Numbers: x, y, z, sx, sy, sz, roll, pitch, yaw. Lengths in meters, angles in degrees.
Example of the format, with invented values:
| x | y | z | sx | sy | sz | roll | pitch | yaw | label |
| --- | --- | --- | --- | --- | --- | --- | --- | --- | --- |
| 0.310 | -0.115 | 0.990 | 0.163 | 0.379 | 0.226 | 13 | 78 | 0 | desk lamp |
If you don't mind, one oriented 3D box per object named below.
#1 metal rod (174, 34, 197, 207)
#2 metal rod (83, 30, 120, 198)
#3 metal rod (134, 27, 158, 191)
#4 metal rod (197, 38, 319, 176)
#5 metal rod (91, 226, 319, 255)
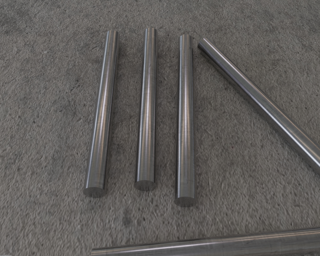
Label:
| x | y | z | sx | sy | sz | roll | pitch | yaw | label |
| --- | --- | --- | --- | --- | --- | --- | --- | --- | --- |
| 0.036 | -0.034 | 0.431 | 0.025 | 0.025 | 0.300 | 2 | 50 | 2 | metal rod |
| -0.077 | -0.043 | 0.438 | 0.025 | 0.025 | 0.300 | -1 | 50 | -1 | metal rod |
| -0.016 | -0.050 | 0.444 | 0.025 | 0.025 | 0.300 | 0 | 50 | 0 | metal rod |
| 0.141 | -0.038 | 0.435 | 0.025 | 0.025 | 0.300 | -21 | 53 | -17 | metal rod |
| 0.087 | 0.117 | 0.305 | 0.302 | 0.025 | 0.025 | -4 | 50 | -4 | metal rod |
